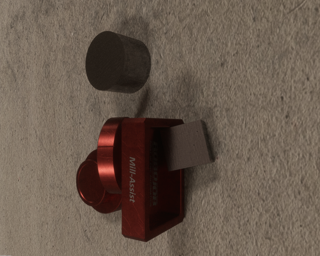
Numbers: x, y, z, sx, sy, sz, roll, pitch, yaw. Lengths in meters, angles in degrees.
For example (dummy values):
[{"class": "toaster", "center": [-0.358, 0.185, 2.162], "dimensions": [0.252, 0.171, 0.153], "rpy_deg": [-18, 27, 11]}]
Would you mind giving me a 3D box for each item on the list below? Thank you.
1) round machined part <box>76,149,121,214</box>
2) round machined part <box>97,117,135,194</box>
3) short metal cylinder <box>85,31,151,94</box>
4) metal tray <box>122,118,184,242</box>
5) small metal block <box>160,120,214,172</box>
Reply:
[{"class": "round machined part", "center": [-0.088, 0.080, 0.464], "dimensions": [0.098, 0.042, 0.097], "rpy_deg": [0, 90, 39]}, {"class": "round machined part", "center": [-0.039, 0.034, 0.394], "dimensions": [0.042, 0.098, 0.097], "rpy_deg": [-2, 89, 15]}, {"class": "short metal cylinder", "center": [-0.059, -0.090, 0.435], "dimensions": [0.080, 0.050, 0.079], "rpy_deg": [0, 90, 39]}, {"class": "metal tray", "center": [-0.005, 0.054, 0.362], "dimensions": [0.030, 0.090, 0.129], "rpy_deg": [0, 90, 31]}, {"class": "small metal block", "center": [0.032, 0.021, 0.367], "dimensions": [0.050, 0.025, 0.050], "rpy_deg": [-15, 80, 18]}]
